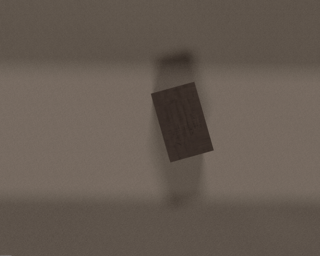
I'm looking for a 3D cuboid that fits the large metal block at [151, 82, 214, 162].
[{"bbox_3d":[0.025,-0.007,0.384,0.050,0.080,0.080,-16,90,0],"label":"large metal block"}]
